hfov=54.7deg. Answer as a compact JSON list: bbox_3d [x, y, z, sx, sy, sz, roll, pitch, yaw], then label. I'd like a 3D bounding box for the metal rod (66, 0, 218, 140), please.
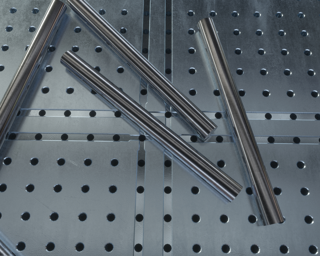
[{"bbox_3d":[-0.034,-0.097,0.446,0.025,0.025,0.300,-41,75,-14],"label":"metal rod"}]

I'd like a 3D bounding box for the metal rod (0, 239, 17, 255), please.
[{"bbox_3d":[-0.196,0.138,0.358,0.300,0.025,0.025,38,74,12],"label":"metal rod"}]

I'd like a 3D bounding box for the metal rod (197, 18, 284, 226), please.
[{"bbox_3d":[0.103,-0.022,0.421,0.025,0.025,0.299,-12,71,-5],"label":"metal rod"}]

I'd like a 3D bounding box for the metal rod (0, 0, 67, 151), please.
[{"bbox_3d":[-0.196,-0.054,0.429,0.025,0.025,0.299,15,70,5],"label":"metal rod"}]

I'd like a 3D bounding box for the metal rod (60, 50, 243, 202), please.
[{"bbox_3d":[-0.020,-0.010,0.414,0.300,0.025,0.025,39,74,12],"label":"metal rod"}]
